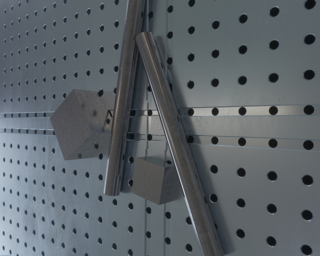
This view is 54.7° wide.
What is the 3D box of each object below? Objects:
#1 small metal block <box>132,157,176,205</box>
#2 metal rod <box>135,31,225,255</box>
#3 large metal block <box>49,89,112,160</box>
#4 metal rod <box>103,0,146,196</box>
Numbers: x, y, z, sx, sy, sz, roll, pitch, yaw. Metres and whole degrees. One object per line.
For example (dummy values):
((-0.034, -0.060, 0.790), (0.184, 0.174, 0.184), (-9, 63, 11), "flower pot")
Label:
((-0.008, 0.069, 0.416), (0.050, 0.025, 0.050), (14, 99, 39), "small metal block")
((0.021, 0.013, 0.392), (0.025, 0.025, 0.299), (-27, 73, 37), "metal rod")
((-0.124, -0.004, 0.495), (0.080, 0.050, 0.080), (-40, 66, 32), "large metal block")
((-0.052, -0.048, 0.452), (0.025, 0.025, 0.298), (14, 99, 39), "metal rod")
